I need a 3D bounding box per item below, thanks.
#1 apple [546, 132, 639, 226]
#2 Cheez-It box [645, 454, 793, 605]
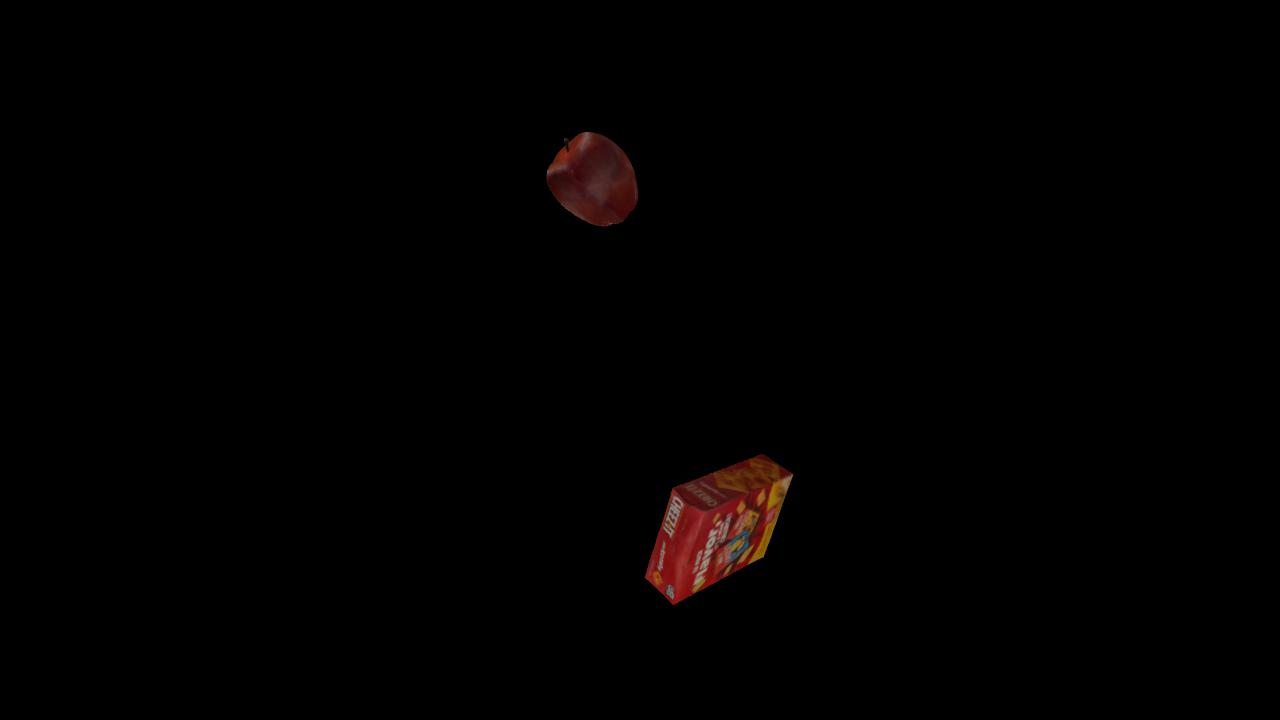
[{"bbox_3d":[-0.044,-0.175,0.596,0.079,0.079,0.093,0,-37,50],"label":"apple"},{"bbox_3d":[0.122,0.247,0.919,0.223,0.166,0.071,-9,31,-44],"label":"Cheez-It box"}]
